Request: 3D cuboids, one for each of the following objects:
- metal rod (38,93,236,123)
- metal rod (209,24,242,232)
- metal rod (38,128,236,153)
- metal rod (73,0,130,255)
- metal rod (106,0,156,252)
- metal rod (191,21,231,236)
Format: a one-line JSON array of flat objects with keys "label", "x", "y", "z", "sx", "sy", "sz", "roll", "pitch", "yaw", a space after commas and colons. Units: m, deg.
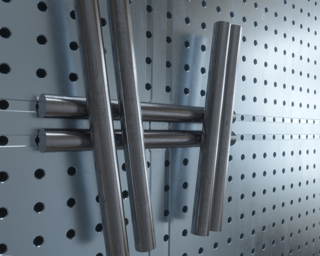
[{"label": "metal rod", "x": -0.002, "y": -0.020, "z": 0.407, "sx": 0.302, "sy": 0.025, "sz": 0.025, "roll": 1, "pitch": 90, "yaw": -40}, {"label": "metal rod", "x": 0.093, "y": -0.004, "z": 0.454, "sx": 0.025, "sy": 0.025, "sz": 0.299, "roll": 12, "pitch": 83, "yaw": -39}, {"label": "metal rod", "x": -0.002, "y": 0.015, "z": 0.407, "sx": 0.302, "sy": 0.025, "sz": 0.025, "roll": 1, "pitch": 90, "yaw": -40}, {"label": "metal rod", "x": -0.061, "y": -0.006, "z": 0.325, "sx": 0.025, "sy": 0.025, "sz": 0.298, "roll": -11, "pitch": 97, "yaw": -39}, {"label": "metal rod", "x": -0.032, "y": -0.008, "z": 0.349, "sx": 0.025, "sy": 0.025, "sz": 0.298, "roll": -10, "pitch": 97, "yaw": -39}, {"label": "metal rod", "x": 0.073, "y": -0.003, "z": 0.437, "sx": 0.025, "sy": 0.025, "sz": 0.299, "roll": 12, "pitch": 83, "yaw": -39}]
